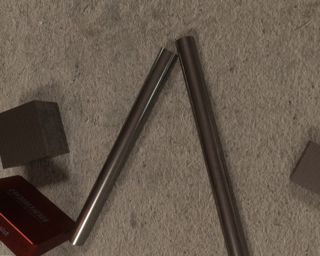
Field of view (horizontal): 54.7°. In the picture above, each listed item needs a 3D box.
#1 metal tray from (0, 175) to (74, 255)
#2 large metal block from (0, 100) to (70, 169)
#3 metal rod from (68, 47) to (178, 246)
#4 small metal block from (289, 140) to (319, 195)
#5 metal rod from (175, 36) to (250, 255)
[{"bbox_3d":[-0.197,0.122,0.441,0.130,0.090,0.030,34,101,16],"label":"metal tray"},{"bbox_3d":[-0.192,0.010,0.462,0.080,0.050,0.080,-17,85,19],"label":"large metal block"},{"bbox_3d":[-0.054,0.032,0.426,0.025,0.025,0.298,30,99,17],"label":"metal rod"},{"bbox_3d":[0.181,0.047,0.345,0.050,0.025,0.050,27,99,17],"label":"small metal block"},{"bbox_3d":[0.066,0.032,0.385,0.025,0.025,0.298,-15,85,19],"label":"metal rod"}]
